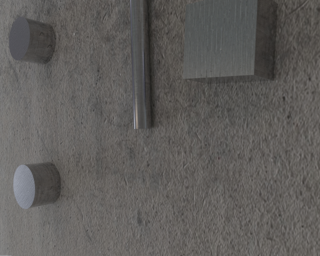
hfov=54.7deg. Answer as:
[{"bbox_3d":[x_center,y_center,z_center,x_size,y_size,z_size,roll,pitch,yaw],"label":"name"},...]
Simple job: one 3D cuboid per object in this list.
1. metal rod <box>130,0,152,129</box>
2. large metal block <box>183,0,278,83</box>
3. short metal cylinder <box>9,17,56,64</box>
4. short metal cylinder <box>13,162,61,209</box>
[{"bbox_3d":[-0.029,-0.148,0.428,0.025,0.025,0.298,-3,88,40],"label":"metal rod"},{"bbox_3d":[0.073,-0.091,0.328,0.080,0.050,0.079,4,93,40],"label":"large metal block"},{"bbox_3d":[-0.244,-0.165,0.590,0.080,0.050,0.080,0,90,40],"label":"short metal cylinder"},{"bbox_3d":[-0.230,0.106,0.579,0.080,0.050,0.080,0,90,40],"label":"short metal cylinder"}]
